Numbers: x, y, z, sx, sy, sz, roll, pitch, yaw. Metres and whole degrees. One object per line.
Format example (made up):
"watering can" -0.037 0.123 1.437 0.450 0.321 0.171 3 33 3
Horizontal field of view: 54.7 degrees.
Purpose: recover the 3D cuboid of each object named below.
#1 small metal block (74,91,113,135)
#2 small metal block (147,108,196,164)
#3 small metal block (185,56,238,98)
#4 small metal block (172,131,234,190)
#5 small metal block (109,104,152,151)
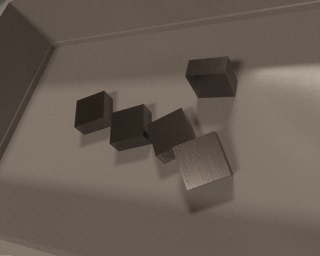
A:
"small metal block" -0.100 -0.023 0.470 0.050 0.025 0.050 -17 55 18
"small metal block" 0.016 0.010 0.390 0.050 0.025 0.050 -26 53 11
"small metal block" 0.066 -0.063 0.393 0.050 0.050 0.025 1 62 28
"small metal block" 0.048 0.037 0.346 0.050 0.025 0.050 -22 76 14
"small metal block" -0.039 0.000 0.425 0.050 0.025 0.050 -14 56 20
